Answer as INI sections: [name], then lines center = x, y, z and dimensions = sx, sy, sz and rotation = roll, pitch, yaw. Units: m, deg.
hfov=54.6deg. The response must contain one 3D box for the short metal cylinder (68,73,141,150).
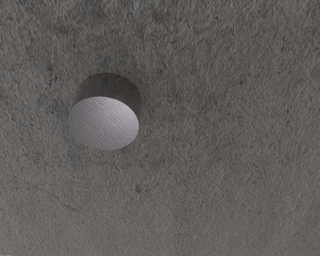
[short metal cylinder]
center = -0.064, -0.019, 0.374
dimensions = 0.080, 0.050, 0.080
rotation = 0, 130, 0
